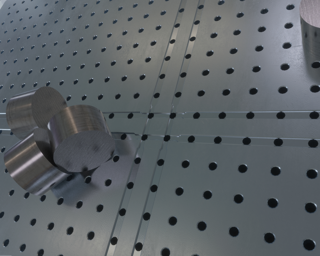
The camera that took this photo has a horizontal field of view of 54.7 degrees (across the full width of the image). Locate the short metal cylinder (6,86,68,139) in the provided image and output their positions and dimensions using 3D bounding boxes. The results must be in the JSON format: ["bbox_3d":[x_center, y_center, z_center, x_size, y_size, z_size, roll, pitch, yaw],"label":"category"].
[{"bbox_3d":[-0.189,-0.021,0.485,0.050,0.080,0.080,-11,57,22],"label":"short metal cylinder"}]

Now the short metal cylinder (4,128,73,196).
[{"bbox_3d":[-0.166,0.046,0.431,0.050,0.080,0.080,-37,51,4],"label":"short metal cylinder"}]

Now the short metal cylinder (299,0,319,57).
[{"bbox_3d":[0.208,-0.128,0.361,0.080,0.050,0.080,-13,56,21],"label":"short metal cylinder"}]

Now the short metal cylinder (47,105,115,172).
[{"bbox_3d":[-0.107,0.015,0.420,0.080,0.080,0.050,-34,51,6],"label":"short metal cylinder"}]
